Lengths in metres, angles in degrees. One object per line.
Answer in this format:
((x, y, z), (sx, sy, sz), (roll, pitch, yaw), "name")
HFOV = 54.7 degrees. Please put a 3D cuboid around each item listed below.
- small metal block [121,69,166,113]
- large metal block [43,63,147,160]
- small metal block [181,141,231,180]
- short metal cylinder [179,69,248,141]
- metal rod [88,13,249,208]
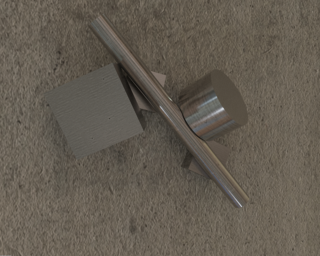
((-0.025, -0.049, 0.402), (0.050, 0.025, 0.050), (13, 86, -20), "small metal block")
((-0.070, -0.021, 0.354), (0.080, 0.050, 0.080), (-23, 100, 5), "large metal block")
((0.065, 0.042, 0.436), (0.050, 0.025, 0.050), (26, 81, -19), "small metal block")
((0.070, -0.029, 0.403), (0.080, 0.050, 0.080), (33, 42, -35), "short metal cylinder")
((0.020, -0.012, 0.392), (0.025, 0.025, 0.300), (-43, 104, -15), "metal rod")
